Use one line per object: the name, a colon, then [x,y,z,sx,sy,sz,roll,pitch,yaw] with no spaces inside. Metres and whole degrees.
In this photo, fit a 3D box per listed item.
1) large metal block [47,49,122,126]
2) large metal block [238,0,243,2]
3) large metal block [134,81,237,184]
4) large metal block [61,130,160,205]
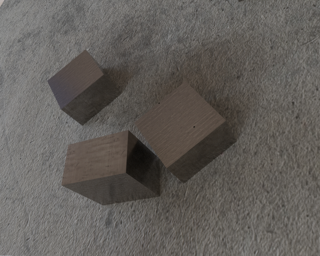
large metal block: [-0.121,-0.065,0.491,0.080,0.050,0.080,-39,51,1]
large metal block: [0.136,-0.253,0.472,0.080,0.050,0.080,-27,52,11]
large metal block: [0.029,0.005,0.370,0.080,0.050,0.080,-39,51,1]
large metal block: [-0.054,0.051,0.366,0.080,0.080,0.050,-14,56,21]
